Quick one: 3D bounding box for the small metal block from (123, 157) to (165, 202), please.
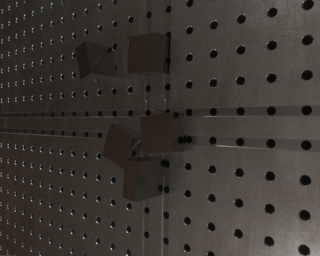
[{"bbox_3d":[-0.021,0.066,0.408,0.025,0.050,0.050,6,94,39],"label":"small metal block"}]

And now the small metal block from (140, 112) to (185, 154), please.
[{"bbox_3d":[0.003,0.007,0.405,0.050,0.025,0.050,-7,86,39],"label":"small metal block"}]

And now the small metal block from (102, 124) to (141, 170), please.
[{"bbox_3d":[-0.053,0.026,0.451,0.050,0.025,0.050,27,106,36],"label":"small metal block"}]

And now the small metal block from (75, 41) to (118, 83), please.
[{"bbox_3d":[-0.096,-0.099,0.470,0.025,0.050,0.050,-20,78,38],"label":"small metal block"}]

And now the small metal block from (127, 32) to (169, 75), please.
[{"bbox_3d":[-0.017,-0.099,0.421,0.050,0.025,0.050,5,93,39],"label":"small metal block"}]
